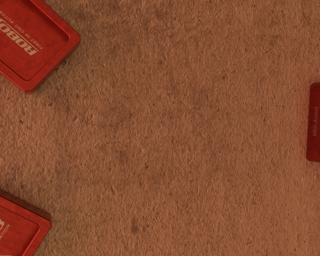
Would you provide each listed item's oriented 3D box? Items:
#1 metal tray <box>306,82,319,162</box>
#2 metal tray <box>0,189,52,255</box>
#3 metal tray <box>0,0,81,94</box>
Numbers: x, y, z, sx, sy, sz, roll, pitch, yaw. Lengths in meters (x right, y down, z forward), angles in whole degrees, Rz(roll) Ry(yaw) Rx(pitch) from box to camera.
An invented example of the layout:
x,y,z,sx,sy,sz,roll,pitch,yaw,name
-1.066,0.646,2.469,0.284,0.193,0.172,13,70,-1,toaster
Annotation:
x,y,z,sx,sy,sz,roll,pitch,yaw,name
0.292,-0.007,0.513,0.091,0.030,0.129,4,89,-20,metal tray
-0.192,0.136,0.335,0.090,0.030,0.130,35,79,-17,metal tray
-0.167,-0.112,0.344,0.130,0.030,0.090,42,77,-15,metal tray
